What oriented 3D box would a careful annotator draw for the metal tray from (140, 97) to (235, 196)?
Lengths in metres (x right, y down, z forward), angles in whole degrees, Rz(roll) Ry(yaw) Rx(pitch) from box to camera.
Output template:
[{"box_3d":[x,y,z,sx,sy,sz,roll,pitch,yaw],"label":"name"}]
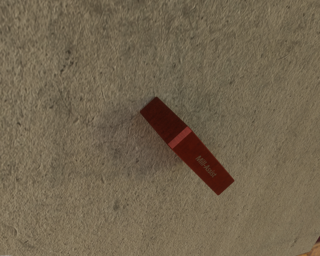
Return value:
[{"box_3d":[0.036,0.025,0.403,0.030,0.090,0.130,-43,130,1],"label":"metal tray"}]
